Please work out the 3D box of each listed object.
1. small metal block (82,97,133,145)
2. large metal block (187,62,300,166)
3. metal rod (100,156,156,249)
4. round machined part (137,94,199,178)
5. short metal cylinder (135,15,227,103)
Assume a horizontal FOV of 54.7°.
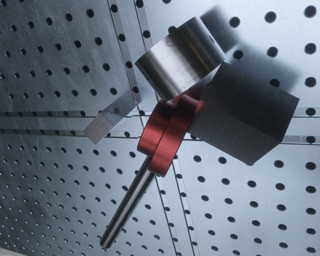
[{"bbox_3d":[-0.071,-0.010,0.425,0.025,0.050,0.050,46,129,-4],"label":"small metal block"},{"bbox_3d":[0.081,-0.011,0.322,0.080,0.050,0.080,28,158,7],"label":"large metal block"},{"bbox_3d":[-0.048,0.120,0.508,0.025,0.025,0.298,33,129,6],"label":"metal rod"},{"bbox_3d":[0.007,0.004,0.360,0.042,0.098,0.097,25,128,4],"label":"round machined part"},{"bbox_3d":[0.021,-0.070,0.320,0.080,0.080,0.050,-31,100,37],"label":"short metal cylinder"}]
